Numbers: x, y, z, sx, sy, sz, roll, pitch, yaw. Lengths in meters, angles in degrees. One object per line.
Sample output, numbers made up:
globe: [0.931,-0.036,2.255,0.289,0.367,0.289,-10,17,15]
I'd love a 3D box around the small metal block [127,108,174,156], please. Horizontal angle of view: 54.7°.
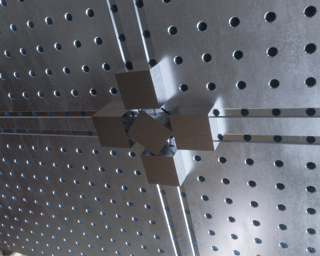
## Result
small metal block: [-0.009,0.001,0.415,0.050,0.025,0.050,36,129,3]

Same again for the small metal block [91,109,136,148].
small metal block: [-0.063,0.000,0.443,0.050,0.025,0.050,1,119,27]

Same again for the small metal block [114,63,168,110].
small metal block: [-0.023,-0.051,0.390,0.050,0.025,0.050,-1,118,28]

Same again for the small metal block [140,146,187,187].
small metal block: [0.006,0.054,0.440,0.050,0.025,0.050,0,119,27]

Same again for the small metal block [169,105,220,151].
small metal block: [0.044,0.000,0.387,0.050,0.025,0.050,0,119,28]
